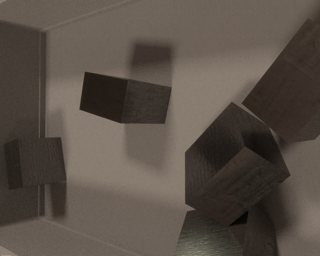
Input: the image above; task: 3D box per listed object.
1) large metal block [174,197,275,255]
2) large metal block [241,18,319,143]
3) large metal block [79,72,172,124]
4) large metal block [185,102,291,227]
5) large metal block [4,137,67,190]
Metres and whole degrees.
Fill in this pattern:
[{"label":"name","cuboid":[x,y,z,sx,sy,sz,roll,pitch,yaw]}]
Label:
[{"label":"large metal block","cuboid":[0.063,0.124,0.309,0.080,0.080,0.050,-25,115,37]},{"label":"large metal block","cuboid":[0.129,-0.035,0.264,0.050,0.081,0.080,48,118,29]},{"label":"large metal block","cuboid":[-0.045,-0.039,0.406,0.080,0.081,0.050,17,101,38]},{"label":"large metal block","cuboid":[0.069,0.034,0.305,0.080,0.050,0.080,-51,16,27]},{"label":"large metal block","cuboid":[-0.220,0.061,0.549,0.050,0.081,0.080,-17,80,38]}]
